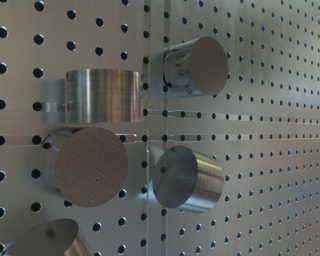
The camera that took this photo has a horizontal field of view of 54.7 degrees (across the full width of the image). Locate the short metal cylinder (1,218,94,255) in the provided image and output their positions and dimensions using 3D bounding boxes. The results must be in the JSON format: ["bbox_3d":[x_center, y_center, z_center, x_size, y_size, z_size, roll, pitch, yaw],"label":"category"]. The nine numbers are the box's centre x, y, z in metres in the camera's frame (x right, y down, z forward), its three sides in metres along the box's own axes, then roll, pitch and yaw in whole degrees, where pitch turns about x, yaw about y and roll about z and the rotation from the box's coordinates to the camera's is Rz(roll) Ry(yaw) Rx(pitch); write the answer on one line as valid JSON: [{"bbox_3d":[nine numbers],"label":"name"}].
[{"bbox_3d":[-0.104,0.131,0.288,0.081,0.080,0.050,-33,111,-35],"label":"short metal cylinder"}]

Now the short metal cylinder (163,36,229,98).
[{"bbox_3d":[0.052,-0.084,0.438,0.081,0.050,0.079,0,90,-40],"label":"short metal cylinder"}]

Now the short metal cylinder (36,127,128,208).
[{"bbox_3d":[-0.081,0.039,0.326,0.081,0.050,0.079,0,90,-40],"label":"short metal cylinder"}]

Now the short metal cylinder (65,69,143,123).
[{"bbox_3d":[-0.058,-0.031,0.326,0.081,0.080,0.050,-2,91,-40],"label":"short metal cylinder"}]

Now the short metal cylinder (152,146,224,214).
[{"bbox_3d":[0.036,0.068,0.406,0.050,0.080,0.080,23,76,-38],"label":"short metal cylinder"}]
